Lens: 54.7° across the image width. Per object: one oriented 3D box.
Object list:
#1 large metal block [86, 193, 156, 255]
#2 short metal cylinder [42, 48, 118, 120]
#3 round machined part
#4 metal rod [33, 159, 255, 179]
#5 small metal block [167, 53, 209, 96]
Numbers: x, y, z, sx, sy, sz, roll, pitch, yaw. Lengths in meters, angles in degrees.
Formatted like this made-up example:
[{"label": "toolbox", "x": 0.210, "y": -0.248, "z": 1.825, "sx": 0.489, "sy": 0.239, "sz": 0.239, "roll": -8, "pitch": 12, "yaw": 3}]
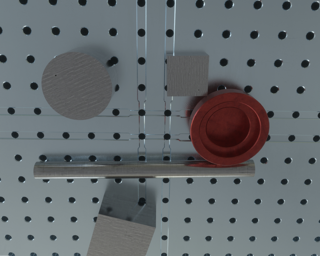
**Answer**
[{"label": "large metal block", "x": -0.056, "y": 0.153, "z": 0.456, "sx": 0.080, "sy": 0.050, "sz": 0.079, "roll": 16, "pitch": 109, "yaw": -6}, {"label": "short metal cylinder", "x": -0.095, "y": -0.055, "z": 0.378, "sx": 0.081, "sy": 0.050, "sz": 0.079, "roll": 0, "pitch": 110, "yaw": -1}, {"label": "round machined part", "x": 0.087, "y": -0.004, "z": 0.404, "sx": 0.099, "sy": 0.042, "sz": 0.097, "roll": 0, "pitch": 110, "yaw": -1}, {"label": "metal rod", "x": -0.021, "y": 0.058, "z": 0.434, "sx": 0.302, "sy": 0.025, "sz": 0.025, "roll": 0, "pitch": 110, "yaw": -1}, {"label": "small metal block", "x": 0.034, "y": -0.067, "z": 0.389, "sx": 0.050, "sy": 0.025, "sz": 0.050, "roll": -1, "pitch": 110, "yaw": 0}]
